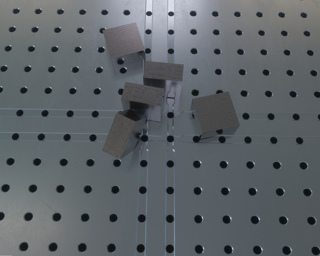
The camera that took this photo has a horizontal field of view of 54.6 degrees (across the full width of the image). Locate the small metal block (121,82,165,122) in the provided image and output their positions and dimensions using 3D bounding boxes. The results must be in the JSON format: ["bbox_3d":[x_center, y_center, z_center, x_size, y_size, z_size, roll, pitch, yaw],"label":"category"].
[{"bbox_3d":[-0.021,-0.033,0.410,0.050,0.050,0.025,10,68,4],"label":"small metal block"}]

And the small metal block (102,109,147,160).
[{"bbox_3d":[-0.043,0.006,0.386,0.025,0.050,0.050,25,103,8],"label":"small metal block"}]

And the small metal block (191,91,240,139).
[{"bbox_3d":[0.073,-0.017,0.418,0.050,0.025,0.050,-12,71,-4],"label":"small metal block"}]

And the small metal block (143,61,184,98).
[{"bbox_3d":[0.005,-0.065,0.422,0.050,0.050,0.025,6,70,2],"label":"small metal block"}]

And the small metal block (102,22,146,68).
[{"bbox_3d":[-0.052,-0.122,0.456,0.050,0.025,0.050,-16,71,-6],"label":"small metal block"}]
